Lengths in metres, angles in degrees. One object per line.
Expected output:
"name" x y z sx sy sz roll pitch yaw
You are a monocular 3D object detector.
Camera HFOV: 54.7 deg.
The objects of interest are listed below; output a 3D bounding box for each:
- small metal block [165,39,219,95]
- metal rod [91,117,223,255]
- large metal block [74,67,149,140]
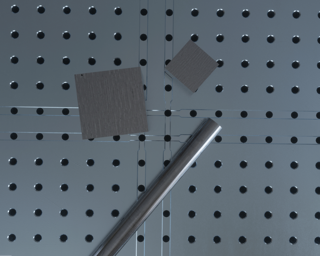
"small metal block" 0.041 -0.080 0.414 0.050 0.025 0.050 41 90 -1
"metal rod" -0.023 0.108 0.413 0.025 0.025 0.300 40 90 -1
"large metal block" -0.059 -0.030 0.400 0.081 0.050 0.079 -7 90 -1
